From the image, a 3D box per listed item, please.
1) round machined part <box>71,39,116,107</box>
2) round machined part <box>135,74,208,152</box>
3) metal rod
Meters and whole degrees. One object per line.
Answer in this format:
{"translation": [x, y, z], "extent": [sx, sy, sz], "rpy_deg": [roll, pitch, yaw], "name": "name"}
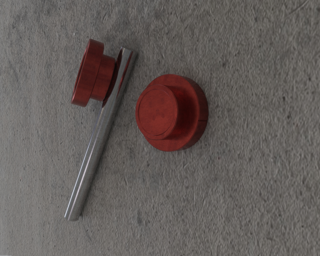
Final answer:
{"translation": [-0.096, -0.077, 0.454], "extent": [0.098, 0.042, 0.097], "rpy_deg": [-163, 89, -71], "name": "round machined part"}
{"translation": [0.008, -0.019, 0.388], "extent": [0.098, 0.042, 0.097], "rpy_deg": [0, 90, 40], "name": "round machined part"}
{"translation": [-0.097, 0.020, 0.484], "extent": [0.025, 0.025, 0.298], "rpy_deg": [34, 111, 34], "name": "metal rod"}
